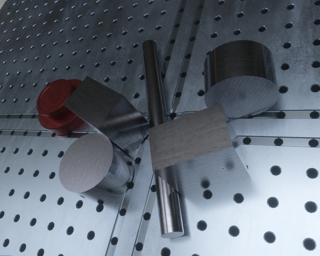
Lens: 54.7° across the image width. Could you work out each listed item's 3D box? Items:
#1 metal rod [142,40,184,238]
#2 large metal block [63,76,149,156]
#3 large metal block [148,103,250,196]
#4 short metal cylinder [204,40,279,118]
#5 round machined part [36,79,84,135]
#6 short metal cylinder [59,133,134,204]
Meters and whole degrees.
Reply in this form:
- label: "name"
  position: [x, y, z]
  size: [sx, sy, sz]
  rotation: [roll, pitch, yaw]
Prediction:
- label: "metal rod"
  position: [-0.002, -0.009, 0.414]
  size: [0.025, 0.025, 0.299]
  rotation: [-19, 54, 17]
- label: "large metal block"
  position: [-0.069, -0.016, 0.419]
  size: [0.080, 0.080, 0.050]
  rotation: [30, 78, 37]
- label: "large metal block"
  position: [0.043, 0.027, 0.333]
  size: [0.080, 0.080, 0.050]
  rotation: [-19, 54, 17]
- label: "short metal cylinder"
  position: [0.092, -0.054, 0.358]
  size: [0.080, 0.080, 0.050]
  rotation: [-11, 57, 22]
- label: "round machined part"
  position: [-0.161, -0.041, 0.508]
  size: [0.098, 0.042, 0.098]
  rotation: [-13, 56, 21]
- label: "short metal cylinder"
  position: [-0.082, 0.053, 0.403]
  size: [0.080, 0.050, 0.080]
  rotation: [-13, 56, 21]
